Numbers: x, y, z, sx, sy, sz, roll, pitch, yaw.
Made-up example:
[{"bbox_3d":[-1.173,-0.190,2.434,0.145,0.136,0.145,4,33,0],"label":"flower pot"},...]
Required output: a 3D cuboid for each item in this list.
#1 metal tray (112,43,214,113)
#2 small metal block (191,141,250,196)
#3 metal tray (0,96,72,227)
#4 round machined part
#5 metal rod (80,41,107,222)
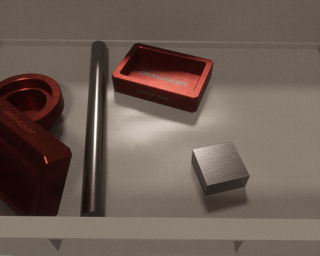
[{"bbox_3d":[0.005,-0.079,0.468,0.130,0.030,0.090,16,52,13],"label":"metal tray"},{"bbox_3d":[0.070,0.047,0.366,0.050,0.025,0.050,-11,51,-10],"label":"small metal block"},{"bbox_3d":[-0.157,0.032,0.332,0.130,0.089,0.030,32,27,23],"label":"metal tray"},{"bbox_3d":[-0.177,-0.025,0.413,0.099,0.042,0.098,0,50,0],"label":"round machined part"},{"bbox_3d":[-0.086,-0.021,0.421,0.025,0.025,0.300,-4,50,-4],"label":"metal rod"}]
